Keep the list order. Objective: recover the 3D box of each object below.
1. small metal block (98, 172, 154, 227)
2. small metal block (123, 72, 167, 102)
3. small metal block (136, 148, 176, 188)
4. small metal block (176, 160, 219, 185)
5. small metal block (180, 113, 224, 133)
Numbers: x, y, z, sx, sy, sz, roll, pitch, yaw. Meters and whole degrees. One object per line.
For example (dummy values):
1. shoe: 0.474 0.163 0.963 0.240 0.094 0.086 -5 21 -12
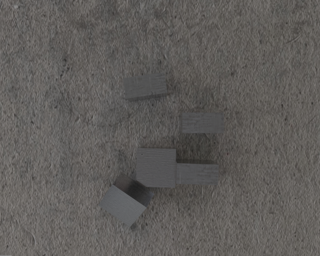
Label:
1. small metal block: -0.044 0.092 0.397 0.050 0.025 0.050 35 127 0
2. small metal block: -0.018 -0.051 0.397 0.050 0.050 0.025 -9 90 0
3. small metal block: -0.005 0.051 0.410 0.050 0.025 0.050 1 90 0
4. small metal block: 0.045 0.056 0.398 0.050 0.050 0.025 2 90 0
5. small metal block: 0.052 -0.006 0.398 0.050 0.050 0.025 0 90 0
